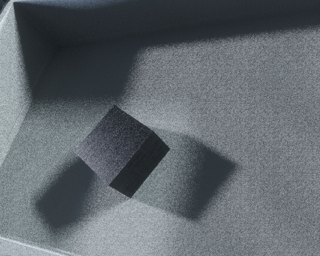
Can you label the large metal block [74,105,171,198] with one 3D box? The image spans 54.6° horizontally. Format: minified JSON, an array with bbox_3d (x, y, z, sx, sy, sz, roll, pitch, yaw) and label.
[{"bbox_3d":[-0.049,0.029,0.399,0.080,0.050,0.080,33,80,38],"label":"large metal block"}]
